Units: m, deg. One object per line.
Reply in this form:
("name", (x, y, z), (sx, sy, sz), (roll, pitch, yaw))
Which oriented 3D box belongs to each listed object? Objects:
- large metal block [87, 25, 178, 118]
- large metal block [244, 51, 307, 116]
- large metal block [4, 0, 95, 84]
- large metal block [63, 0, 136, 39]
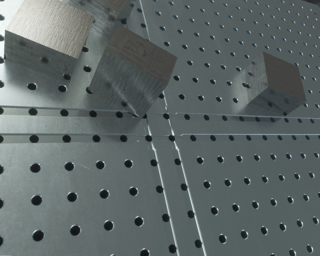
("large metal block", (-0.036, -0.068, 0.395), (0.080, 0.080, 0.050), (27, 53, -11))
("large metal block", (0.201, -0.077, 0.546), (0.080, 0.050, 0.080), (17, 55, -19))
("large metal block", (-0.136, -0.114, 0.388), (0.080, 0.050, 0.080), (20, 54, -16))
("large metal block", (-0.086, -0.194, 0.464), (0.080, 0.050, 0.080), (32, 52, -7))
